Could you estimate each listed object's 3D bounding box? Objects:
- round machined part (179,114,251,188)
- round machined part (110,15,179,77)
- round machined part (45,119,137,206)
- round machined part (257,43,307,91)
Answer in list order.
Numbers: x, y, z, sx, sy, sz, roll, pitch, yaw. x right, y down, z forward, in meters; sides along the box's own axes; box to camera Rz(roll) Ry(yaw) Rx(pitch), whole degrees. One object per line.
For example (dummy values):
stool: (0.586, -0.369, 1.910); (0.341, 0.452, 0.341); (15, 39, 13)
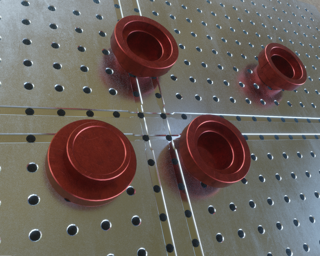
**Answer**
round machined part: (0.069, 0.034, 0.416); (0.099, 0.042, 0.098); (14, 56, -21)
round machined part: (-0.026, -0.114, 0.454); (0.099, 0.042, 0.098); (14, 56, -21)
round machined part: (-0.071, 0.032, 0.340); (0.099, 0.042, 0.098); (14, 56, -21)
round machined part: (0.226, -0.111, 0.590); (0.099, 0.042, 0.098); (14, 56, -21)
